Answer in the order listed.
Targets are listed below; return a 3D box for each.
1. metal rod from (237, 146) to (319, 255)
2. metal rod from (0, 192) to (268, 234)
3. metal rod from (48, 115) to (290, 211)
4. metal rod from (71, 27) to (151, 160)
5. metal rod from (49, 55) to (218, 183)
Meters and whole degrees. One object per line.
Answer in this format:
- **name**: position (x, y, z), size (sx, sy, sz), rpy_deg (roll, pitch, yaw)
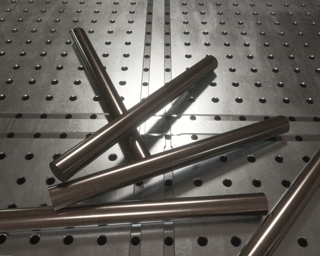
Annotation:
- **metal rod**: position (0.141, 0.086, 0.337), size (0.025, 0.025, 0.302), rpy_deg (36, 58, 26)
- **metal rod**: position (-0.037, 0.091, 0.330), size (0.302, 0.025, 0.025), rpy_deg (-3, 50, -3)
- **metal rod**: position (0.027, 0.033, 0.364), size (0.302, 0.025, 0.025), rpy_deg (-16, 52, -19)
- **metal rod**: position (-0.081, -0.061, 0.457), size (0.025, 0.025, 0.300), rpy_deg (-19, 53, -16)
- **metal rod**: position (-0.011, -0.030, 0.406), size (0.025, 0.025, 0.302), rpy_deg (32, 49, 23)
